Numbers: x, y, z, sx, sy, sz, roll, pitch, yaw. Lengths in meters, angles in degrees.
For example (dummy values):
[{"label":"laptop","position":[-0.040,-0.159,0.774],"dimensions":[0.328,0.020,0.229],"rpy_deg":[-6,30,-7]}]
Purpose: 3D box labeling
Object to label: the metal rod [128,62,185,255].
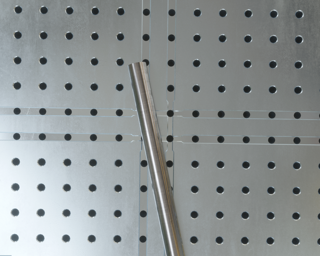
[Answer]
[{"label":"metal rod","position":[-0.001,0.062,0.413],"dimensions":[0.025,0.025,0.299],"rpy_deg":[-11,90,0]}]
